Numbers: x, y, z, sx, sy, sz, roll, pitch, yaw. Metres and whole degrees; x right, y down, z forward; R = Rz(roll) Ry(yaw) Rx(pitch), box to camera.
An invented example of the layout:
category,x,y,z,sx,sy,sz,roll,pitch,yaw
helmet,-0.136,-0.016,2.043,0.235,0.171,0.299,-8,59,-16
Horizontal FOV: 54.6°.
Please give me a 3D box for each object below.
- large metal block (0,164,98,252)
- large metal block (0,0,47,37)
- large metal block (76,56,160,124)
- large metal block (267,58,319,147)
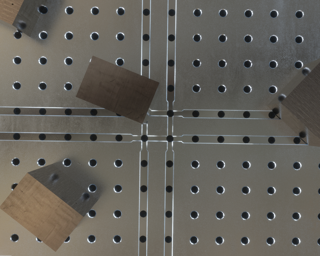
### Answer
category,x,y,z,sx,sy,sz,roll,pitch,yaw
large metal block,-0.132,0.094,0.385,0.080,0.080,0.050,38,90,0
large metal block,-0.198,-0.178,0.400,0.080,0.050,0.080,25,90,0
large metal block,-0.047,-0.043,0.386,0.080,0.080,0.050,22,90,0
large metal block,0.204,-0.032,0.402,0.080,0.050,0.080,44,90,0
